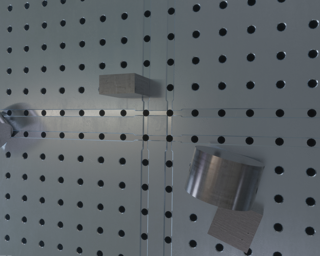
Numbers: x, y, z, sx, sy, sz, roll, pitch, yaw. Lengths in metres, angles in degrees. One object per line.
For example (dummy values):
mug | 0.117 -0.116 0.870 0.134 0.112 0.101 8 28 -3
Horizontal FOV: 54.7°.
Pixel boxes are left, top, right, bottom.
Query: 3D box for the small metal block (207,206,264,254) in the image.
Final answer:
small metal block | 0.093 0.115 0.380 0.050 0.025 0.050 22 97 18

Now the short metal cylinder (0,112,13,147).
short metal cylinder | -0.282 0.002 0.483 0.080 0.080 0.050 -46 76 14

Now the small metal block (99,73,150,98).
small metal block | -0.046 -0.056 0.416 0.050 0.050 0.025 0 90 20

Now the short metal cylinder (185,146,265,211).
short metal cylinder | 0.074 0.055 0.357 0.080 0.080 0.050 16 96 19
